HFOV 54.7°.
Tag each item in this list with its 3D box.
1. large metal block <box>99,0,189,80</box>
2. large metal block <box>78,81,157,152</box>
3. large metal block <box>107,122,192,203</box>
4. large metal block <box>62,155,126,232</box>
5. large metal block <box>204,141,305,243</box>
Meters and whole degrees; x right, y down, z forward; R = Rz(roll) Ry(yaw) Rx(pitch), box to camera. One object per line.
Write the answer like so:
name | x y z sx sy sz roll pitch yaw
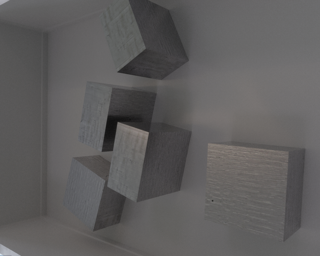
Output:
large metal block | -0.019 -0.111 0.387 0.050 0.081 0.080 -30 71 36
large metal block | -0.057 -0.016 0.418 0.050 0.081 0.079 18 102 38
large metal block | -0.012 0.037 0.381 0.050 0.081 0.079 17 101 39
large metal block | -0.097 0.095 0.471 0.080 0.050 0.079 25 106 37
large metal block | 0.094 0.057 0.313 0.080 0.050 0.079 4 93 40
